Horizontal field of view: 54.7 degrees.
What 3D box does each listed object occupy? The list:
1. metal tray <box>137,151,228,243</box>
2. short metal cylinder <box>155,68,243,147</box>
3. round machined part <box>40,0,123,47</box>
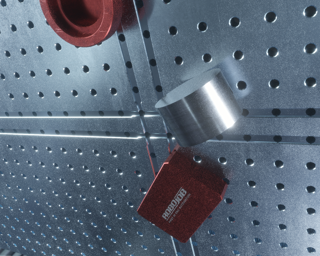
[{"bbox_3d":[0.029,0.105,0.457,0.090,0.030,0.129,32,128,7],"label":"metal tray"},{"bbox_3d":[0.042,-0.023,0.339,0.080,0.080,0.050,-22,107,36],"label":"short metal cylinder"},{"bbox_3d":[-0.085,-0.146,0.353,0.098,0.042,0.097,13,124,20],"label":"round machined part"}]
